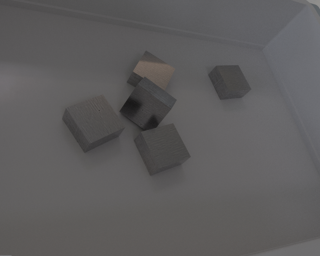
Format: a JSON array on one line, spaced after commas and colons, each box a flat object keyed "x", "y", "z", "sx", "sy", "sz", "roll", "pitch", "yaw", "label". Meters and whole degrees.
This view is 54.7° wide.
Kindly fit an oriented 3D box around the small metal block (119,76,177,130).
[{"x": -0.015, "y": -0.028, "z": 0.395, "sx": 0.050, "sy": 0.050, "sz": 0.025, "roll": 36, "pitch": 36, "yaw": -4, "label": "small metal block"}]

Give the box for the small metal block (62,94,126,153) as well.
[{"x": -0.078, "y": -0.006, "z": 0.367, "sx": 0.050, "sy": 0.025, "sz": 0.050, "roll": -27, "pitch": 77, "yaw": -37, "label": "small metal block"}]

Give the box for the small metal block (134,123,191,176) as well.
[{"x": 0.003, "y": 0.026, "z": 0.391, "sx": 0.050, "sy": 0.025, "sz": 0.050, "roll": -15, "pitch": 70, "yaw": -34, "label": "small metal block"}]

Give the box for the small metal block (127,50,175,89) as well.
[{"x": -0.012, "y": -0.076, "z": 0.445, "sx": 0.050, "sy": 0.025, "sz": 0.050, "roll": 31, "pitch": 52, "yaw": -9, "label": "small metal block"}]

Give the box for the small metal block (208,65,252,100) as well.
[{"x": 0.115, "y": -0.076, "z": 0.514, "sx": 0.050, "sy": 0.025, "sz": 0.050, "roll": -8, "pitch": 66, "yaw": -32, "label": "small metal block"}]
